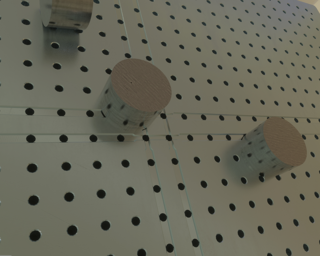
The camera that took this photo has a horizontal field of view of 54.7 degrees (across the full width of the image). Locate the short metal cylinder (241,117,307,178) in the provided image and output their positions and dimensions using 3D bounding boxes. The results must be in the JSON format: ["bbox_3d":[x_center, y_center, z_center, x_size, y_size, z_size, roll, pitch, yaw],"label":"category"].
[{"bbox_3d":[0.172,0.030,0.469,0.081,0.050,0.080,14,56,-21],"label":"short metal cylinder"}]

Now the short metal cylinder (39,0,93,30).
[{"bbox_3d":[-0.126,-0.174,0.412,0.050,0.080,0.080,-5,64,-31],"label":"short metal cylinder"}]

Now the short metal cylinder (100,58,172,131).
[{"bbox_3d":[-0.032,-0.043,0.402,0.081,0.050,0.080,14,56,-21],"label":"short metal cylinder"}]
